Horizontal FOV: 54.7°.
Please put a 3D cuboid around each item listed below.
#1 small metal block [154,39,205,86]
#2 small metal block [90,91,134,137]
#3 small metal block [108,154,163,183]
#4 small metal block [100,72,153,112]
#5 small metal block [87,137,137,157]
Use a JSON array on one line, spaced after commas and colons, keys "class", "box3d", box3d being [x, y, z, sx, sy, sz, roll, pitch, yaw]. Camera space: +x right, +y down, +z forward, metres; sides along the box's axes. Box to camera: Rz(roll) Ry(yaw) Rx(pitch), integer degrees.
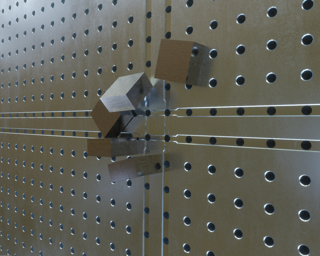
[{"class": "small metal block", "box3d": [0.024, -0.082, 0.388, 0.050, 0.025, 0.050, 18, 101, 38]}, {"class": "small metal block", "box3d": [-0.073, -0.020, 0.466, 0.050, 0.025, 0.050, -50, 60, 29]}, {"class": "small metal block", "box3d": [-0.033, 0.054, 0.418, 0.050, 0.050, 0.025, -19, 78, 38]}, {"class": "small metal block", "box3d": [-0.046, -0.049, 0.426, 0.050, 0.050, 0.025, -3, 131, 39]}, {"class": "small metal block", "box3d": [-0.069, 0.027, 0.448, 0.050, 0.050, 0.025, -2, 89, 39]}]
